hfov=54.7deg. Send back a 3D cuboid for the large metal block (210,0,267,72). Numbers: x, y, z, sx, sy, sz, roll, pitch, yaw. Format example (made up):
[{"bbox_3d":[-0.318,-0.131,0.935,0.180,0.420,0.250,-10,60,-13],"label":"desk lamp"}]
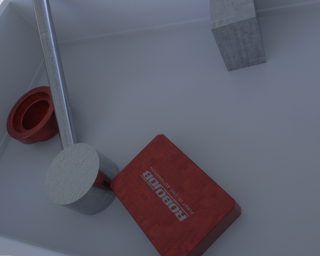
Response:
[{"bbox_3d":[0.100,-0.134,0.399,0.050,0.080,0.080,-11,57,22],"label":"large metal block"}]

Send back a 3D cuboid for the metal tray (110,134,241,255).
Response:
[{"bbox_3d":[0.012,0.077,0.348,0.090,0.030,0.130,-45,51,-4],"label":"metal tray"}]

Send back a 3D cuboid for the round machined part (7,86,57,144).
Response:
[{"bbox_3d":[-0.196,-0.017,0.505,0.098,0.042,0.098,-13,56,20],"label":"round machined part"}]

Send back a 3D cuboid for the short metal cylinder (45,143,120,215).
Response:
[{"bbox_3d":[-0.098,0.066,0.399,0.080,0.050,0.080,-13,56,20],"label":"short metal cylinder"}]

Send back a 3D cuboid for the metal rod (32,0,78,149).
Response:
[{"bbox_3d":[-0.167,-0.113,0.475,0.025,0.025,0.298,-16,82,19],"label":"metal rod"}]
